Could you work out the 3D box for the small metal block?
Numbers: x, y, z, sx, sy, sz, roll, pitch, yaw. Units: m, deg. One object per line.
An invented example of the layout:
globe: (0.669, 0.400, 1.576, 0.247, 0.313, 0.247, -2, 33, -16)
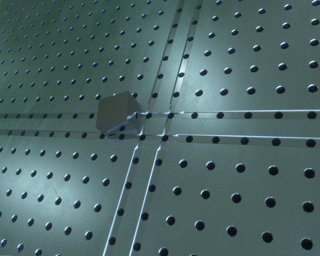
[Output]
small metal block: (-0.063, -0.021, 0.453, 0.050, 0.025, 0.050, -13, 56, 20)
